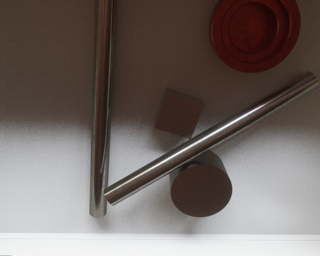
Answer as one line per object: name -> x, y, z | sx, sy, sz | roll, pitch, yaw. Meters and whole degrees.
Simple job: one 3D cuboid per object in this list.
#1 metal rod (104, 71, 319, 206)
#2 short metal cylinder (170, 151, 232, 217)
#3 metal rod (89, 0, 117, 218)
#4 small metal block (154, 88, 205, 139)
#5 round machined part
metal rod -> 0.063, 0.015, 0.398 | 0.301, 0.025, 0.025 | -30, 108, 2
short metal cylinder -> 0.054, 0.074, 0.426 | 0.081, 0.050, 0.079 | 0, 110, -1
metal rod -> -0.076, -0.015, 0.404 | 0.025, 0.025, 0.298 | 5, 110, -3
small metal block -> 0.024, -0.019, 0.405 | 0.050, 0.025, 0.050 | 18, 109, -7
round machined part -> 0.106, -0.117, 0.361 | 0.099, 0.042, 0.097 | 0, 110, -1
